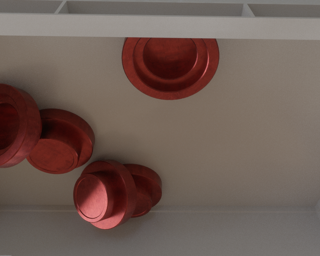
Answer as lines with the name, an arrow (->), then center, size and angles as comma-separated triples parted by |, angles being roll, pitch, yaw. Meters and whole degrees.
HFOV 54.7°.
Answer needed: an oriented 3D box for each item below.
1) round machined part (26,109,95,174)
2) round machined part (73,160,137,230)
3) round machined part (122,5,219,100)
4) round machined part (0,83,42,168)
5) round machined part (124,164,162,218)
round machined part -> -0.141, 0.025, 0.418 | 0.099, 0.042, 0.097 | 0, 130, 0
round machined part -> -0.084, 0.095, 0.439 | 0.098, 0.098, 0.042 | -39, 160, 28
round machined part -> 0.011, -0.081, 0.329 | 0.099, 0.042, 0.097 | 0, 130, 0
round machined part -> -0.183, -0.001, 0.372 | 0.098, 0.098, 0.042 | -19, 166, 15
round machined part -> -0.046, 0.105, 0.486 | 0.099, 0.042, 0.097 | 0, 130, 0
